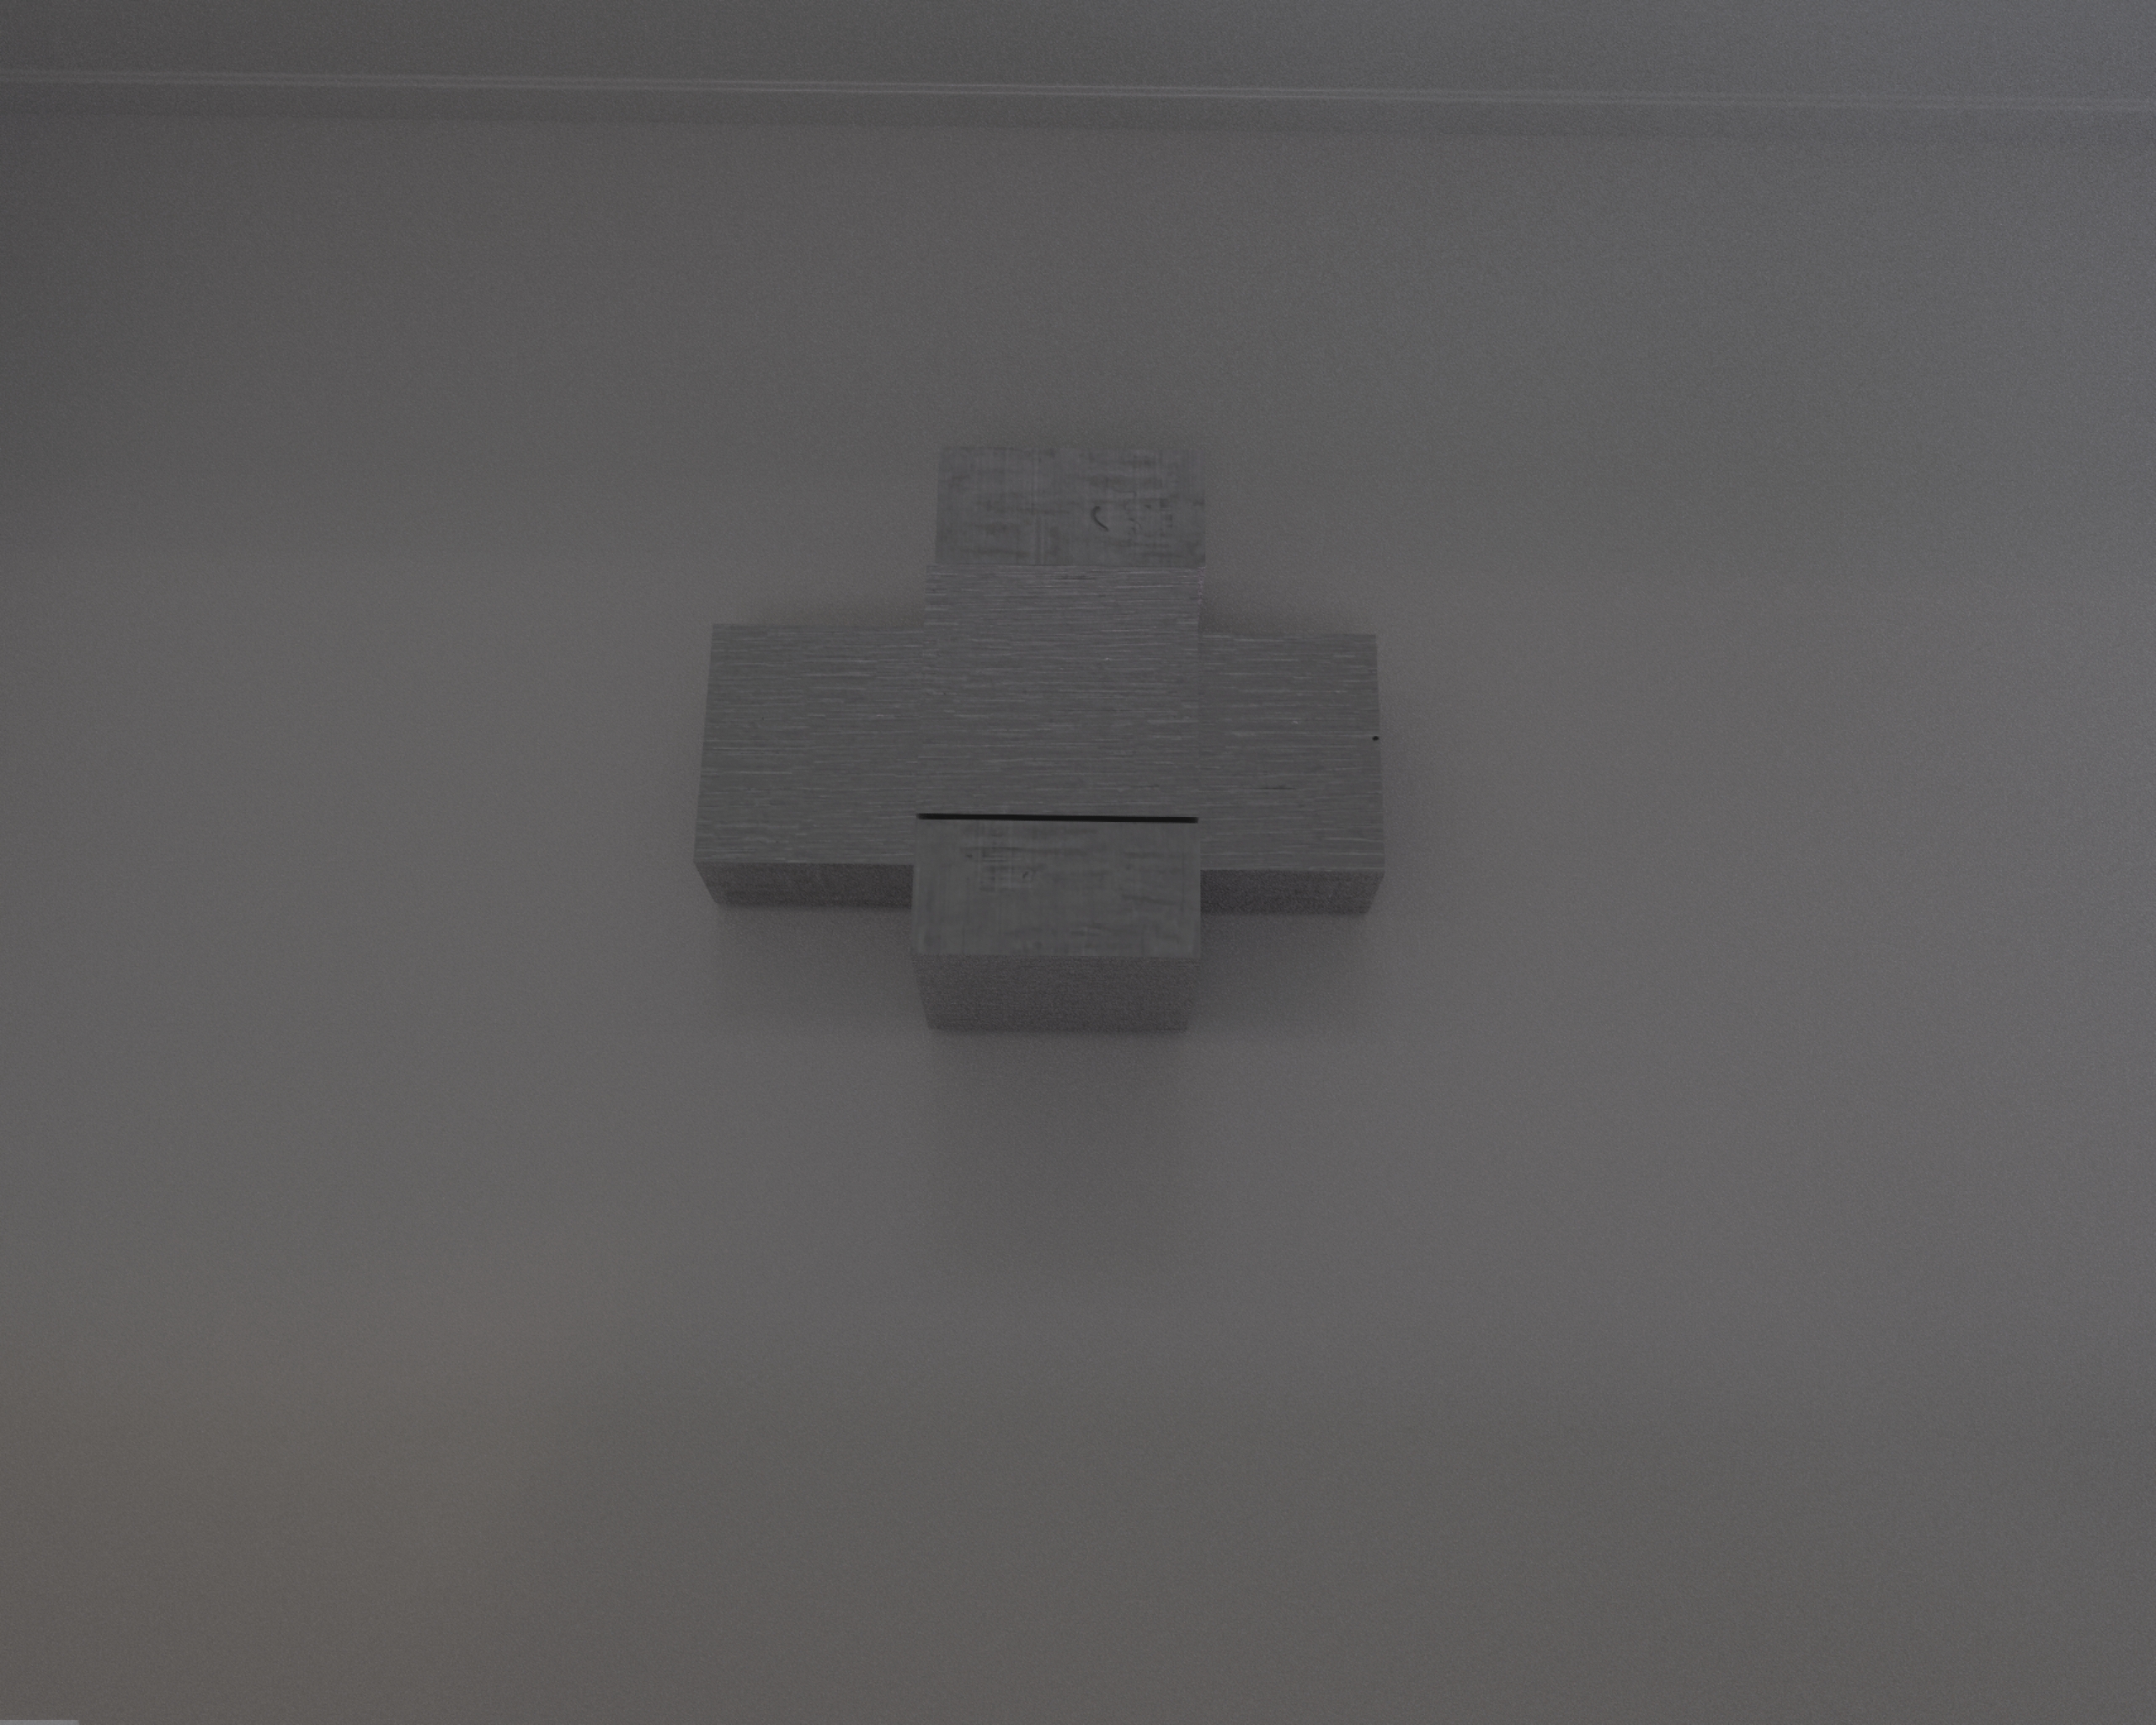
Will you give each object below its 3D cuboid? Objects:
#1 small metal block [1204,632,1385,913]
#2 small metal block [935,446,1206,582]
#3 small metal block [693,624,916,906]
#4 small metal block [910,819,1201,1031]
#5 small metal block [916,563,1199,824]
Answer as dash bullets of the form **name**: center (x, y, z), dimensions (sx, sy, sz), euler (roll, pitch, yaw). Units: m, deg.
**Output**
- **small metal block**: center (0.033, -0.018, 0.414), dimensions (0.050, 0.025, 0.050), euler (1, 70, 0)
- **small metal block**: center (-0.001, -0.059, 0.415), dimensions (0.050, 0.050, 0.025), euler (1, 70, 0)
- **small metal block**: center (-0.047, -0.019, 0.414), dimensions (0.050, 0.025, 0.050), euler (1, 70, 0)
- **small metal block**: center (-0.004, 0.013, 0.388), dimensions (0.050, 0.050, 0.025), euler (1, 70, 0)
- **small metal block**: center (-0.003, -0.028, 0.390), dimensions (0.050, 0.025, 0.050), euler (1, 70, 0)
